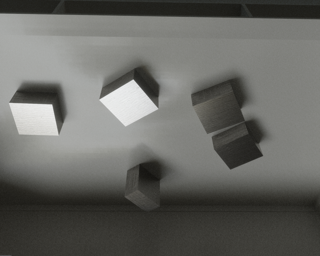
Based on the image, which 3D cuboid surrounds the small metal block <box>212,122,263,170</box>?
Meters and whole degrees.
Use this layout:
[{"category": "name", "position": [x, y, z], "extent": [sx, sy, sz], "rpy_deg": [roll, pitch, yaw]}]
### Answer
[{"category": "small metal block", "position": [0.108, 0.026, 0.433], "extent": [0.050, 0.025, 0.050], "rpy_deg": [-28, 125, 21]}]

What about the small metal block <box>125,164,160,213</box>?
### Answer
[{"category": "small metal block", "position": [-0.025, 0.091, 0.470], "extent": [0.025, 0.050, 0.050], "rpy_deg": [-31, 124, 23]}]

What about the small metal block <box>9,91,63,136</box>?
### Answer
[{"category": "small metal block", "position": [-0.154, -0.018, 0.392], "extent": [0.050, 0.025, 0.050], "rpy_deg": [2, 130, -2]}]

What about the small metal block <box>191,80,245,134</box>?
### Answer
[{"category": "small metal block", "position": [0.073, -0.025, 0.389], "extent": [0.050, 0.025, 0.050], "rpy_deg": [-21, 128, 16]}]

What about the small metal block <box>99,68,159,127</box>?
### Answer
[{"category": "small metal block", "position": [-0.037, -0.036, 0.378], "extent": [0.050, 0.025, 0.050], "rpy_deg": [-27, 126, 21]}]
